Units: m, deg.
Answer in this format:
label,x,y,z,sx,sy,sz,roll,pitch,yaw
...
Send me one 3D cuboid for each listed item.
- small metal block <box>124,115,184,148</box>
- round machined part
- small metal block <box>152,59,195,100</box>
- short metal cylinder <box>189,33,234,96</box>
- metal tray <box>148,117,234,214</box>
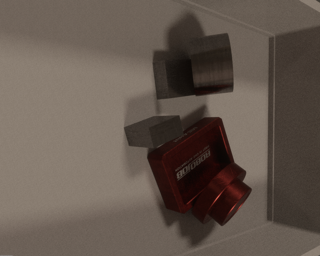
label,x,y,z,sx,sy,sz,roll,pitch,yaw
small metal block,-0.008,0.004,0.386,0.050,0.050,0.025,-23,105,-38
round machined part,0.094,0.101,0.445,0.099,0.042,0.097,-38,152,-25
small metal block,0.020,-0.067,0.425,0.050,0.025,0.050,-12,98,-40
short metal cylinder,0.070,-0.086,0.425,0.080,0.050,0.079,-7,91,-82
metal tray,0.051,0.049,0.448,0.131,0.030,0.090,-31,110,-36
